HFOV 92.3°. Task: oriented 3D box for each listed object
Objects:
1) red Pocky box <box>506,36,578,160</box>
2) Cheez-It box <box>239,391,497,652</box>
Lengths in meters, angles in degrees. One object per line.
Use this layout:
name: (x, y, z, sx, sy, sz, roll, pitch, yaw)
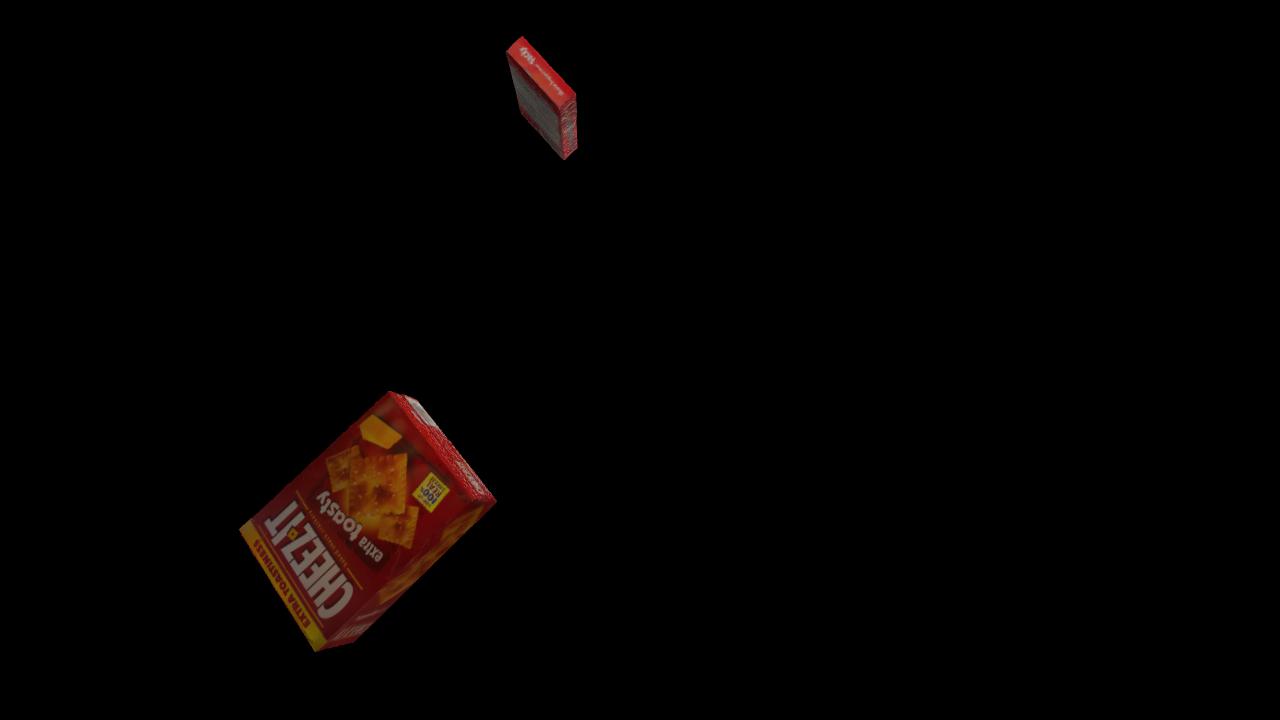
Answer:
red Pocky box: (-0.107, -0.290, 0.698, 0.028, 0.083, 0.155, -42, 3, -5)
Cheez-It box: (-0.293, 0.169, 0.667, 0.166, 0.223, 0.071, 46, -2, 19)
